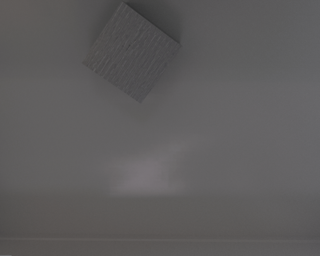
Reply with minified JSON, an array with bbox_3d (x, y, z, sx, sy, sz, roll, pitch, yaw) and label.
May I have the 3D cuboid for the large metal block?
[{"bbox_3d":[-0.031,-0.089,0.365,0.080,0.050,0.080,34,106,-12],"label":"large metal block"}]
